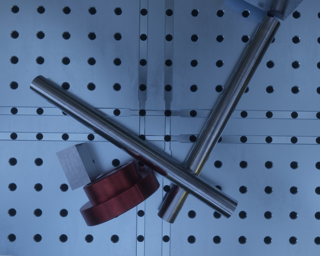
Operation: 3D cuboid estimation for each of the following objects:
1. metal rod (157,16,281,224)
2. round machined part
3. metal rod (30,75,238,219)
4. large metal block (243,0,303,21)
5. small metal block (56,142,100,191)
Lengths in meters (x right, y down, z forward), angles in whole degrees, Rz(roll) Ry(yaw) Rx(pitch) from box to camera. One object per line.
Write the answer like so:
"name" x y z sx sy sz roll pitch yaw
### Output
"metal rod" 0.079 -0.011 0.414 0.025 0.025 0.299 28 90 -1
"round machined part" -0.053 0.074 0.376 0.098 0.098 0.042 -27 90 0
"metal rod" -0.037 0.021 0.396 0.301 0.025 0.025 32 90 6
"large metal block" 0.148 -0.199 0.394 0.080 0.050 0.080 27 75 -1
"small metal block" -0.104 0.048 0.399 0.025 0.050 0.050 -23 90 1
